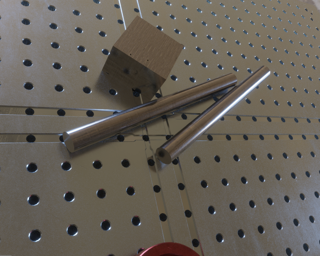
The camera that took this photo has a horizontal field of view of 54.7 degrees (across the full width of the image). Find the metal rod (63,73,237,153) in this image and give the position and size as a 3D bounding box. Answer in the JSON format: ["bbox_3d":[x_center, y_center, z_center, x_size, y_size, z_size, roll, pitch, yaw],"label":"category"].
[{"bbox_3d":[0.009,-0.033,0.434,0.302,0.025,0.025,-24,75,-37],"label":"metal rod"}]

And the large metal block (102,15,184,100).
[{"bbox_3d":[-0.023,-0.101,0.443,0.080,0.050,0.080,32,51,-8],"label":"large metal block"}]

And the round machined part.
[{"bbox_3d":[0.004,0.165,0.300,0.099,0.042,0.098,14,56,-21],"label":"round machined part"}]

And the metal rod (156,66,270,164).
[{"bbox_3d":[0.099,-0.035,0.484,0.025,0.025,0.302,49,51,6],"label":"metal rod"}]
